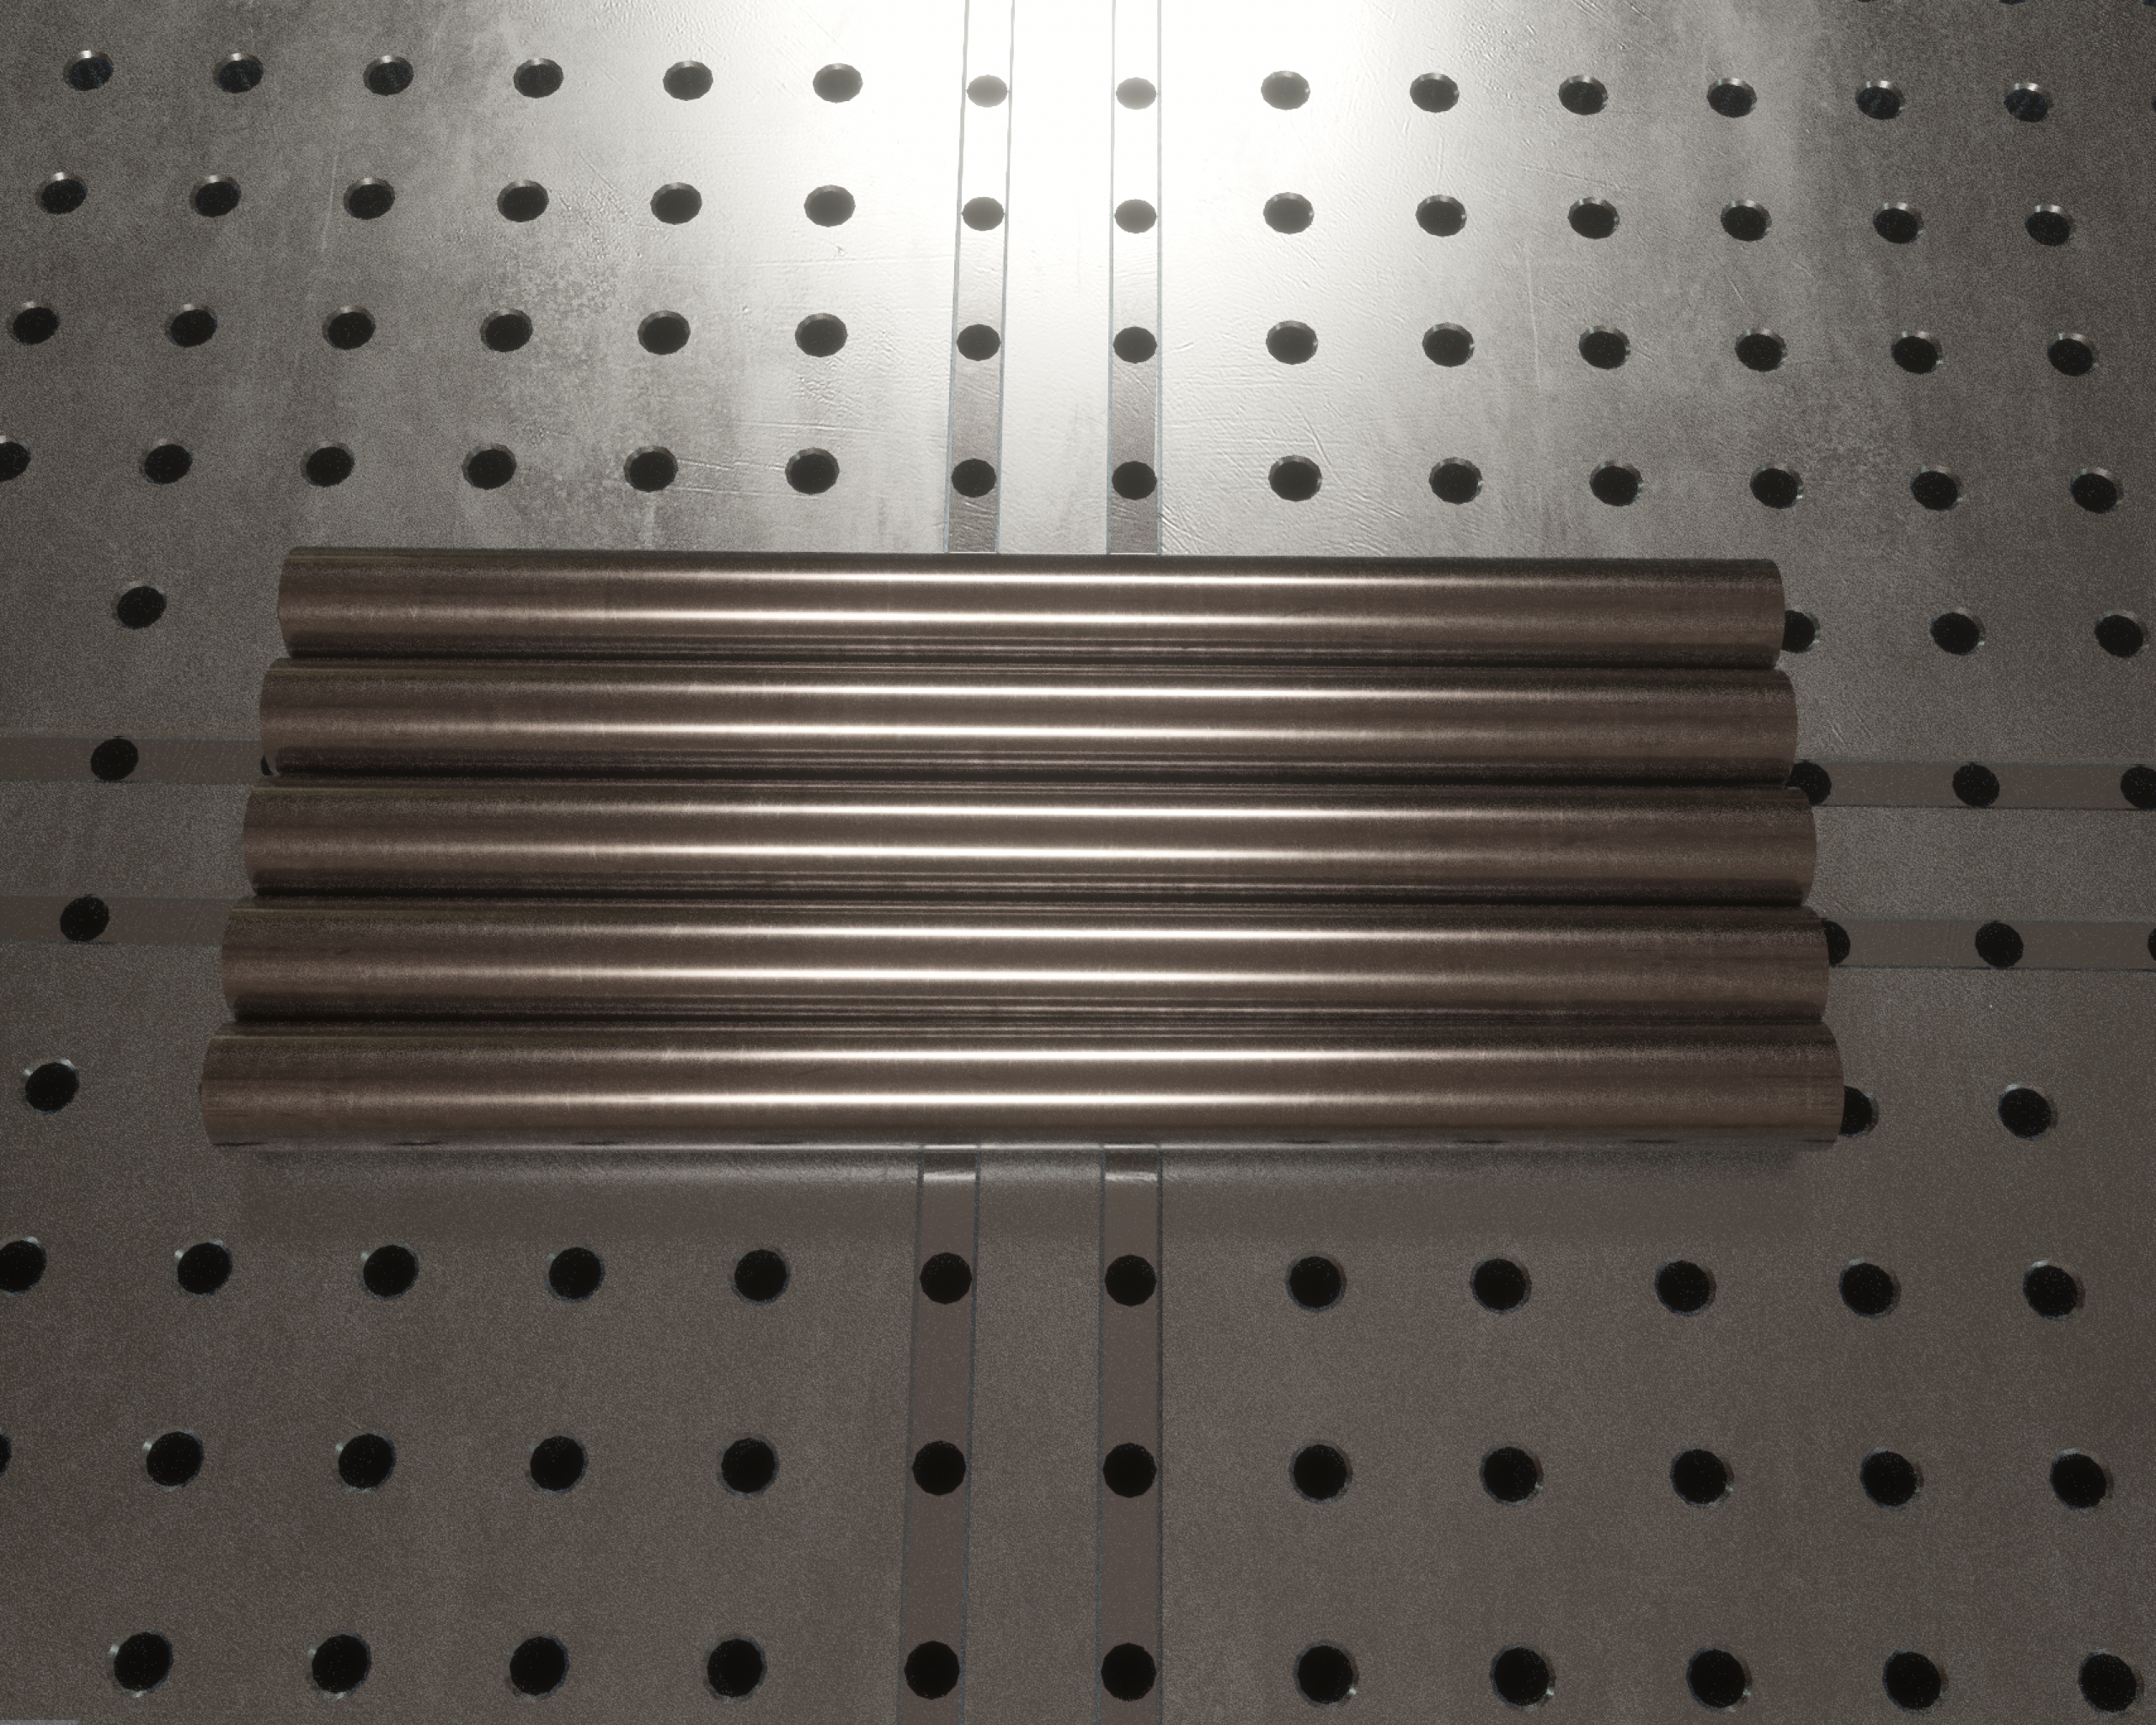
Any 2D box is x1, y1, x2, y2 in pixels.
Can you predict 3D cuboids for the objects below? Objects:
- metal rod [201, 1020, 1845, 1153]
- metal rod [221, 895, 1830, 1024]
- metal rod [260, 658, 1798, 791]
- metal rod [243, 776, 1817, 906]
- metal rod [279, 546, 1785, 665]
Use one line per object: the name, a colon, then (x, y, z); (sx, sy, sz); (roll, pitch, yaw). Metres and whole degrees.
metal rod: (-0.009, 0.042, 0.396); (0.302, 0.025, 0.025); (0, 70, -1)
metal rod: (-0.009, 0.020, 0.404); (0.302, 0.025, 0.025); (0, 70, -1)
metal rod: (-0.009, -0.028, 0.422); (0.302, 0.025, 0.025); (0, 70, -1)
metal rod: (-0.009, -0.004, 0.413); (0.302, 0.025, 0.025); (0, 70, -1)
metal rod: (-0.009, -0.051, 0.430); (0.302, 0.025, 0.025); (0, 70, -1)
